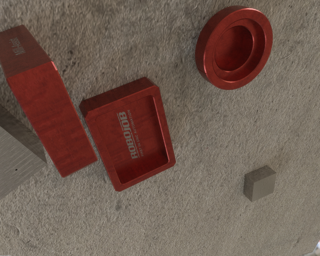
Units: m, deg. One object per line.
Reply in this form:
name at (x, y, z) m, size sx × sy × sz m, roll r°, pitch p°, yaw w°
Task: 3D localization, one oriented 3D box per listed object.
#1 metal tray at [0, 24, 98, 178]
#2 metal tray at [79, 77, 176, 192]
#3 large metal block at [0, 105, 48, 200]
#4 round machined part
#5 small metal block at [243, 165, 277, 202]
metal tray at (-0.101, -0.028, 0.265) m, size 0.030 × 0.130 × 0.090 m, roll -27°, pitch 128°, yaw -17°
metal tray at (-0.035, 0.011, 0.390) m, size 0.091 × 0.030 × 0.129 m, roll -24°, pitch 127°, yaw -14°
large metal block at (-0.176, 0.025, 0.310) m, size 0.080 × 0.050 × 0.080 m, roll -38°, pitch 129°, yaw -3°
round machined part at (0.085, -0.099, 0.381) m, size 0.099 × 0.042 × 0.097 m, roll -14°, pitch 124°, yaw -21°
small metal block at (0.183, 0.102, 0.570) m, size 0.050 × 0.025 × 0.050 m, roll -19°, pitch 126°, yaw -18°
